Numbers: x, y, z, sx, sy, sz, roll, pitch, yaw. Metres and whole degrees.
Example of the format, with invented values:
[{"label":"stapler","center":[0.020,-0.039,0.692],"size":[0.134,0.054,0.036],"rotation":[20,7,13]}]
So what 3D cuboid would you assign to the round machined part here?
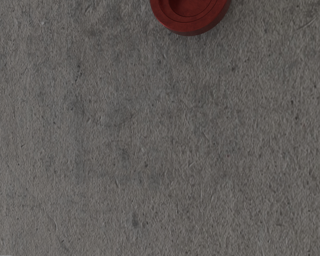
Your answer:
[{"label":"round machined part","center":[0.040,-0.163,0.386],"size":[0.098,0.042,0.097],"rotation":[0,90,20]}]
